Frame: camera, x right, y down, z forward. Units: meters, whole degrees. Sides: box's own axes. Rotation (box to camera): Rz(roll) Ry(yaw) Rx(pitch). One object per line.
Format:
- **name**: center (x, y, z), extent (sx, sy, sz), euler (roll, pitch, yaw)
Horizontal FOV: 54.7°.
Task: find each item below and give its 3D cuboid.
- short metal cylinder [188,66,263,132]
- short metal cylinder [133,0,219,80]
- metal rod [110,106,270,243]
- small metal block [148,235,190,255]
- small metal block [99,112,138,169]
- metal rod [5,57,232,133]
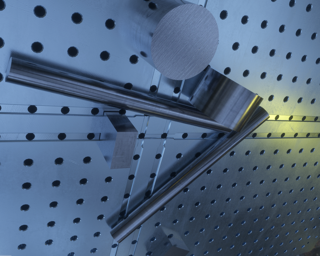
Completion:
- **short metal cylinder**: center (0.084, -0.037, 0.398), extent (0.080, 0.080, 0.050), euler (20, 108, -36)
- **short metal cylinder**: center (0.017, -0.100, 0.343), extent (0.081, 0.050, 0.079), euler (-14, 124, -21)
- **metal rod**: center (0.047, 0.071, 0.480), extent (0.300, 0.025, 0.025), euler (-40, 130, -1)
- **small metal block**: center (0.017, 0.226, 0.561), extent (0.050, 0.025, 0.050), euler (35, 99, -39)
- **small metal block**: center (-0.052, 0.014, 0.376), extent (0.025, 0.050, 0.050), euler (0, 119, -29)
- **metal rod**: center (-0.022, -0.030, 0.380), extent (0.302, 0.025, 0.025), euler (12, 112, -34)
